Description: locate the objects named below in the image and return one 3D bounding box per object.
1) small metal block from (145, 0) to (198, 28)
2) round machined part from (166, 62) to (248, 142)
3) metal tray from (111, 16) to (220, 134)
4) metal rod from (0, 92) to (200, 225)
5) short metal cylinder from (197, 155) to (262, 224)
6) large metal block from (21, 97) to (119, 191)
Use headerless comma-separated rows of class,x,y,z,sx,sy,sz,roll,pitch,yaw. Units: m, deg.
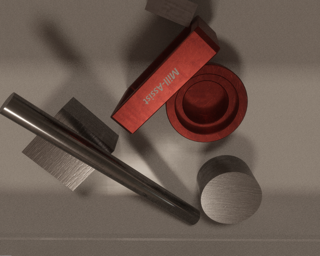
small metal block,0.012,-0.135,0.348,0.050,0.050,0.025,20,108,-8
round machined part,0.056,-0.035,0.390,0.099,0.042,0.097,0,110,-1
metal tray,0.006,-0.060,0.343,0.030,0.090,0.130,41,114,-14
metal rod,-0.050,0.054,0.383,0.025,0.025,0.301,-43,123,14
short metal cylinder,0.094,0.084,0.431,0.081,0.050,0.079,0,110,-1
large metal block,-0.113,0.020,0.404,0.080,0.050,0.080,42,104,-14
